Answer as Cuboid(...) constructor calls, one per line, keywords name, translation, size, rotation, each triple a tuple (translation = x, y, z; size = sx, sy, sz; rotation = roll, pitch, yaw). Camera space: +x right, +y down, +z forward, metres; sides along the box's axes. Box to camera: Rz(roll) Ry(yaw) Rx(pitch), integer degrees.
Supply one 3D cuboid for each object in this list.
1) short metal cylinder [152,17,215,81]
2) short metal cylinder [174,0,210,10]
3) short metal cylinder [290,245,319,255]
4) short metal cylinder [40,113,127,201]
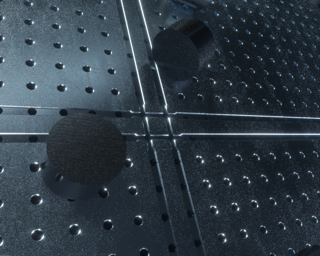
Cuboid(name="short metal cylinder", translation=(0.035, -0.117, 0.463), size=(0.080, 0.080, 0.050), rotation=(43, 51, 1))
Cuboid(name="short metal cylinder", translation=(0.064, -0.265, 0.569), size=(0.050, 0.080, 0.080), rotation=(13, 56, -21))
Cuboid(name="short metal cylinder", translation=(0.180, 0.184, 0.357), size=(0.050, 0.080, 0.080), rotation=(-8, 66, -32))
Cuboid(name="short metal cylinder", translation=(-0.082, 0.031, 0.329), size=(0.081, 0.050, 0.080), rotation=(14, 56, -21))
